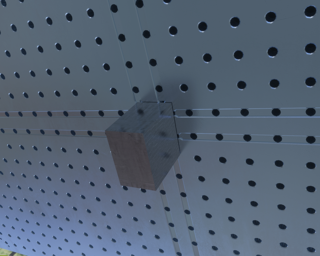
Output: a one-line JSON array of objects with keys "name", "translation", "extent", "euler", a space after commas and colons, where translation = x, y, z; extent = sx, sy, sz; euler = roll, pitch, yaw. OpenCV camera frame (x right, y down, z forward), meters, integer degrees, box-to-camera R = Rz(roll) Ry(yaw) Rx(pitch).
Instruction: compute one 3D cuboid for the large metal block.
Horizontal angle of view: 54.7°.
[{"name": "large metal block", "translation": [-0.018, 0.020, 0.395], "extent": [0.050, 0.080, 0.079], "euler": [3, 120, 26]}]
